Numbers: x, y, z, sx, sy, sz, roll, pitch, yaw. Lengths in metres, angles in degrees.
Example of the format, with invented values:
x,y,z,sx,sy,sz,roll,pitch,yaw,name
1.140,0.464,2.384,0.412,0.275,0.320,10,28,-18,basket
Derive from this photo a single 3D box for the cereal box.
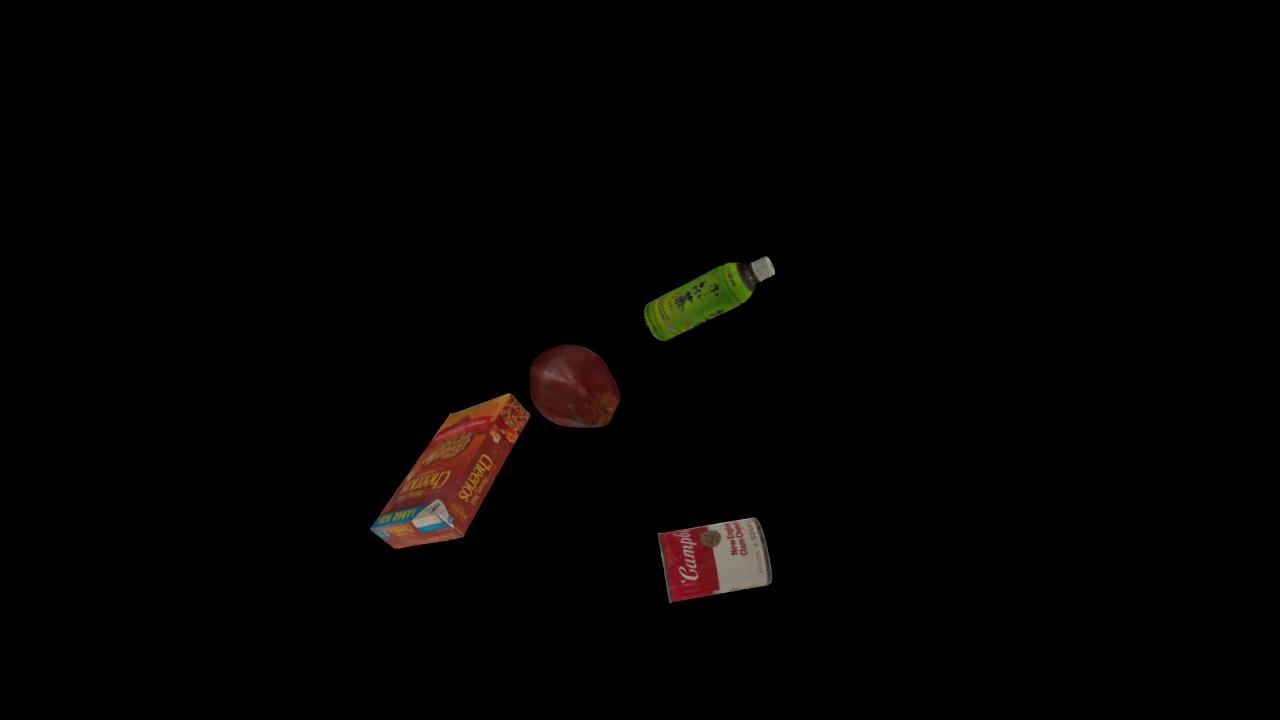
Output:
x,y,z,sx,sy,sz,roll,pitch,yaw,name
-0.361,0.213,1.201,0.203,0.081,0.306,-18,31,33,cereal box

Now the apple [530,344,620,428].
x,y,z,sx,sy,sz,roll,pitch,yaw,name
-0.062,0.026,0.590,0.093,0.079,0.079,26,17,39,apple

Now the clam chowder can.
x,y,z,sx,sy,sz,roll,pitch,yaw,name
0.073,0.199,0.613,0.102,0.068,0.068,-9,0,-1,clam chowder can

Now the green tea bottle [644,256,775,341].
x,y,z,sx,sy,sz,roll,pitch,yaw,name
0.108,-0.101,0.958,0.212,0.073,0.073,-28,-13,25,green tea bottle
